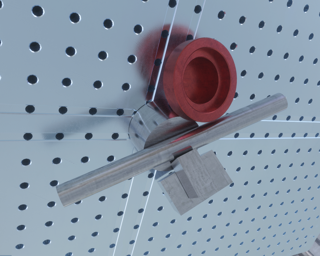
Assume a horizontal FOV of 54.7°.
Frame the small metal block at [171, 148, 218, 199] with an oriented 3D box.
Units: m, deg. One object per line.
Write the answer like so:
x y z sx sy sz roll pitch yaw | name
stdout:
0.040 0.056 0.374 0.025 0.050 0.050 -26 170 -12 | small metal block

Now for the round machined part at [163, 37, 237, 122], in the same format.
0.044 -0.057 0.375 0.099 0.042 0.097 -5 99 -34 | round machined part

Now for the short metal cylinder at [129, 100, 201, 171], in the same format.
0.006 0.009 0.405 0.081 0.050 0.079 -14 125 -21 | short metal cylinder

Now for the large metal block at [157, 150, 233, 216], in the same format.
0.045 0.077 0.439 0.080 0.050 0.080 -31 173 -9 | large metal block

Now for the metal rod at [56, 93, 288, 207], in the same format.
0.027 0.019 0.374 0.302 0.025 0.025 -22 127 -16 | metal rod
